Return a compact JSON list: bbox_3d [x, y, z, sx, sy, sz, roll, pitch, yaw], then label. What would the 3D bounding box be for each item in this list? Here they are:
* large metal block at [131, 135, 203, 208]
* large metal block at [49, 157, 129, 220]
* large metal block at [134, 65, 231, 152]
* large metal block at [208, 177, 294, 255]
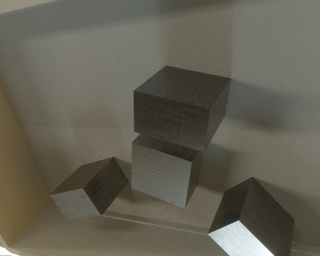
[{"bbox_3d":[0.009,0.050,0.419,0.080,0.050,0.079,17,125,18],"label":"large metal block"},{"bbox_3d":[-0.110,0.095,0.490,0.080,0.080,0.050,-17,109,35],"label":"large metal block"},{"bbox_3d":[0.026,-0.026,0.344,0.080,0.080,0.050,15,125,19],"label":"large metal block"},{"bbox_3d":[0.117,0.123,0.388,0.080,0.080,0.050,45,129,-4],"label":"large metal block"}]
